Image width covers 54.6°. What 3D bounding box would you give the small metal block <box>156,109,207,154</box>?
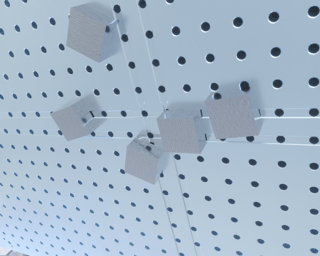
[{"bbox_3d":[0.028,0.004,0.399,0.050,0.025,0.050,0,119,28],"label":"small metal block"}]

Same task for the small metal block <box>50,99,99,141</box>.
[{"bbox_3d":[-0.131,-0.011,0.474,0.050,0.025,0.050,-15,111,34],"label":"small metal block"}]

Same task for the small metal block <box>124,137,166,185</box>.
[{"bbox_3d":[-0.022,0.048,0.454,0.050,0.025,0.050,21,126,16],"label":"small metal block"}]

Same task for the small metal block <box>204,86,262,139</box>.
[{"bbox_3d":[0.085,-0.017,0.356,0.050,0.025,0.050,-7,115,31],"label":"small metal block"}]

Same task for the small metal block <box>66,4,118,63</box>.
[{"bbox_3d":[-0.085,-0.117,0.385,0.050,0.025,0.050,29,128,10],"label":"small metal block"}]
